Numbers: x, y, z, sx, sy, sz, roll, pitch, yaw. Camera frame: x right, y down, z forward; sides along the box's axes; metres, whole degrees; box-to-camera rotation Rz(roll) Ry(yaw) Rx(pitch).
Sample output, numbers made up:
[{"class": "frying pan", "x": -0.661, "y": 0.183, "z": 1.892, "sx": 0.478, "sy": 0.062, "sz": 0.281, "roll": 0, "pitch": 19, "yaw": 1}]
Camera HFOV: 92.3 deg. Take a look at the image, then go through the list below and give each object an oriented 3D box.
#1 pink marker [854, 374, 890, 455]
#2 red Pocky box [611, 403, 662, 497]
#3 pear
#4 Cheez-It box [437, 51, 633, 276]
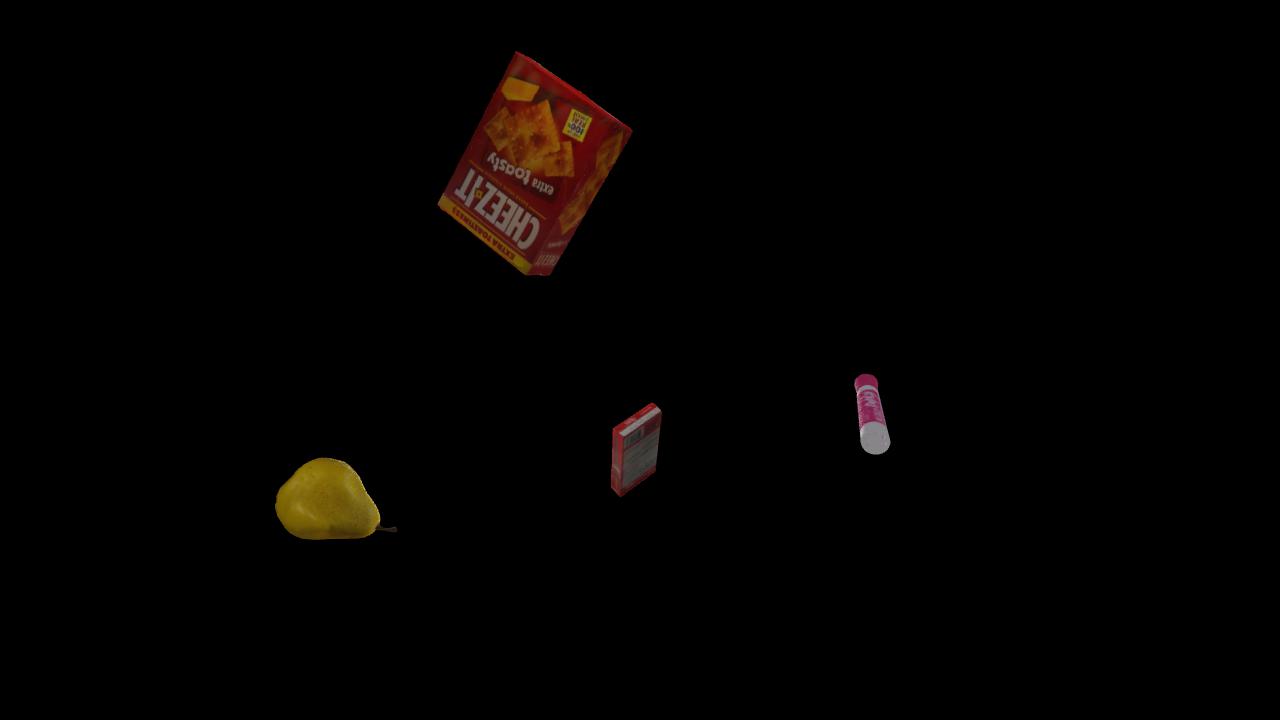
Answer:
[{"class": "pink marker", "x": 0.175, "y": 0.037, "z": 0.466, "sx": 0.020, "sy": 0.020, "sz": 0.121, "roll": 0, "pitch": 18, "yaw": 17}, {"class": "red Pocky box", "x": -0.008, "y": 0.144, "z": 0.969, "sx": 0.083, "sy": 0.155, "sz": 0.028, "roll": -32, "pitch": 54, "yaw": -32}, {"class": "pear", "x": -0.297, "y": 0.151, "z": 0.608, "sx": 0.111, "sy": 0.080, "sz": 0.080, "roll": 38, "pitch": -1, "yaw": -1}, {"class": "Cheez-It box", "x": -0.138, "y": -0.244, "z": 0.787, "sx": 0.166, "sy": 0.223, "sz": 0.071, "roll": 39, "pitch": 20, "yaw": 13}]
